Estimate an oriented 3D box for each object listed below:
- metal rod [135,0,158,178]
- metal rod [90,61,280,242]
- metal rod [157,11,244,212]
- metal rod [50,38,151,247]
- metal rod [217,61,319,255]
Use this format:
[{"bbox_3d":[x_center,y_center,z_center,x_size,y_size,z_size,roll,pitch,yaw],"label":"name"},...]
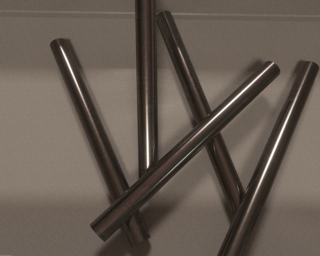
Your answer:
[{"bbox_3d":[-0.016,-0.081,0.374,0.025,0.025,0.298,-1,95,-1],"label":"metal rod"},{"bbox_3d":[0.041,0.018,0.375,0.301,0.025,0.025,-42,76,-14],"label":"metal rod"},{"bbox_3d":[0.051,-0.036,0.423,0.025,0.025,0.299,-17,71,-6],"label":"metal rod"},{"bbox_3d":[-0.085,0.005,0.406,0.025,0.025,0.299,-24,72,-9],"label":"metal rod"},{"bbox_3d":[0.142,0.029,0.383,0.025,0.025,0.300,28,66,9],"label":"metal rod"}]
